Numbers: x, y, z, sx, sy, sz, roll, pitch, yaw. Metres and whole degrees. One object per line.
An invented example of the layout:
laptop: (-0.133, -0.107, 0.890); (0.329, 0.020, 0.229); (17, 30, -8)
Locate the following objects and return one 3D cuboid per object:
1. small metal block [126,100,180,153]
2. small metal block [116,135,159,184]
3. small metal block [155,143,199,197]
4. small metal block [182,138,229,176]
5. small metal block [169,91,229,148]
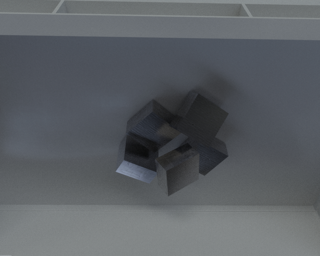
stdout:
small metal block: (-0.008, -0.001, 0.405); (0.050, 0.025, 0.050); (36, 121, -27)
small metal block: (-0.030, 0.042, 0.425); (0.050, 0.050, 0.025); (23, 126, -19)
small metal block: (0.024, 0.055, 0.406); (0.050, 0.025, 0.050); (-25, 134, -22)
small metal block: (0.059, 0.035, 0.437); (0.050, 0.025, 0.050); (28, 124, -23)
small metal block: (0.048, -0.010, 0.384); (0.050, 0.025, 0.050); (30, 91, -24)
